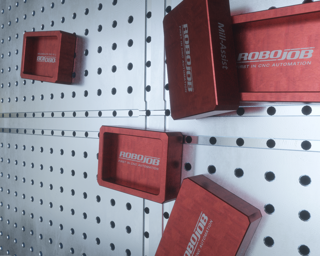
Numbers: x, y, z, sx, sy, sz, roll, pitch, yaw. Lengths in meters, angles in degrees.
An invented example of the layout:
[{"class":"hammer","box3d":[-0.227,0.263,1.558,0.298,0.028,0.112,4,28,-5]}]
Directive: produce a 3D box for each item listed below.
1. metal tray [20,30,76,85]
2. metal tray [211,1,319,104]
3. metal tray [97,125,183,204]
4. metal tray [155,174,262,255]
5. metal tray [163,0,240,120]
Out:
[{"class":"metal tray","box3d":[-0.211,-0.131,0.576,0.130,0.030,0.089,13,98,39]},{"class":"metal tray","box3d":[0.112,-0.070,0.312,0.130,0.030,0.089,5,93,39]},{"class":"metal tray","box3d":[-0.032,0.045,0.430,0.130,0.030,0.089,6,94,39]},{"class":"metal tray","box3d":[0.050,0.132,0.363,0.090,0.030,0.129,29,108,35]},{"class":"metal tray","box3d":[0.042,-0.078,0.349,0.090,0.030,0.129,-12,82,62]}]
